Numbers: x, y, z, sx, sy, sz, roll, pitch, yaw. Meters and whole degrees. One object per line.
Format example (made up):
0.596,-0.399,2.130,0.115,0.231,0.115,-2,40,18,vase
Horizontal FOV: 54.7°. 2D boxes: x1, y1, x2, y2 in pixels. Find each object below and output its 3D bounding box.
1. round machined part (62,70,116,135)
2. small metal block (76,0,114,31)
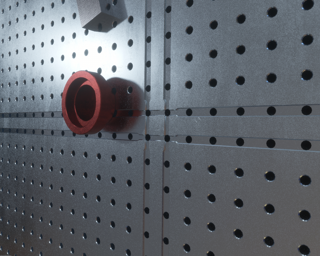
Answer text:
-0.108,-0.039,0.484,0.098,0.042,0.097,0,90,39,round machined part
-0.104,-0.191,0.492,0.050,0.025,0.050,-21,77,37,small metal block
